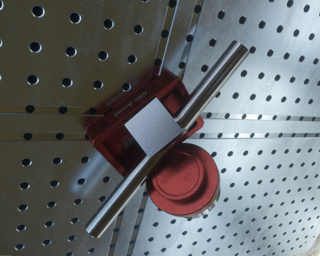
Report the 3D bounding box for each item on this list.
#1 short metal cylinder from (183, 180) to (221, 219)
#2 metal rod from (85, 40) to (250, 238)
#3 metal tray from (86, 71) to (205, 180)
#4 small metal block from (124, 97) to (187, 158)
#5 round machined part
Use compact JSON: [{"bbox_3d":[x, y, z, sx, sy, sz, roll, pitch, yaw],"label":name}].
[{"bbox_3d":[0.041,0.083,0.450,0.080,0.080,0.050,-37,130,-4],"label":"short metal cylinder"},{"bbox_3d":[0.004,0.020,0.388,0.025,0.025,0.299,32,100,-39],"label":"metal rod"},{"bbox_3d":[-0.015,-0.001,0.400,0.130,0.030,0.090,-37,130,-4],"label":"metal tray"},{"bbox_3d":[-0.005,0.000,0.366,0.050,0.050,0.025,-40,168,11],"label":"small metal block"},{"bbox_3d":[0.027,0.065,0.407,0.098,0.098,0.042,-39,152,-2],"label":"round machined part"}]
